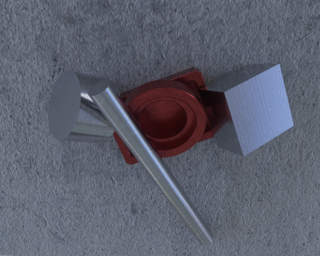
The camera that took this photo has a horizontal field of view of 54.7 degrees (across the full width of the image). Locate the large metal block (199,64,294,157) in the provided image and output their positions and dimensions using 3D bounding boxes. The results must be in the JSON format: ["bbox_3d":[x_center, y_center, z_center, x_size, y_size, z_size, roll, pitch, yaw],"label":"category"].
[{"bbox_3d":[0.104,-0.024,0.372,0.081,0.050,0.080,-28,110,-18],"label":"large metal block"}]

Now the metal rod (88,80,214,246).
[{"bbox_3d":[0.005,0.065,0.388,0.025,0.025,0.299,-26,126,9],"label":"metal rod"}]

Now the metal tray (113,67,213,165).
[{"bbox_3d":[0.002,-0.015,0.403,0.131,0.030,0.090,-19,109,6],"label":"metal tray"}]

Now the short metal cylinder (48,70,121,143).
[{"bbox_3d":[-0.090,-0.023,0.365,0.050,0.080,0.079,8,115,-42],"label":"short metal cylinder"}]

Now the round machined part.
[{"bbox_3d":[0.003,-0.014,0.371,0.099,0.042,0.097,-3,126,-4],"label":"round machined part"}]
